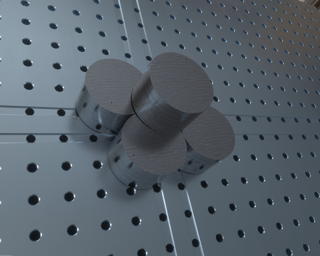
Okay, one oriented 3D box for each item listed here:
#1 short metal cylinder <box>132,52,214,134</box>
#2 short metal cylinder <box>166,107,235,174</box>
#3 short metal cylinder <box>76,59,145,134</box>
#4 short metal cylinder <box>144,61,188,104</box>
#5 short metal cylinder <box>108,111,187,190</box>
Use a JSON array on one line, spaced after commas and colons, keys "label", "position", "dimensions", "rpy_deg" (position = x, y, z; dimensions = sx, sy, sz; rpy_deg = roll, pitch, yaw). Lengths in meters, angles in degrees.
[{"label": "short metal cylinder", "position": [0.014, -0.040, 0.359], "dimensions": [0.081, 0.050, 0.080], "rpy_deg": [14, 57, -22]}, {"label": "short metal cylinder", "position": [0.051, 0.015, 0.412], "dimensions": [0.081, 0.050, 0.080], "rpy_deg": [14, 56, -21]}, {"label": "short metal cylinder", "position": [-0.059, -0.039, 0.384], "dimensions": [0.081, 0.050, 0.080], "rpy_deg": [14, 56, -21]}, {"label": "short metal cylinder", "position": [0.009, -0.051, 0.429], "dimensions": [0.081, 0.050, 0.080], "rpy_deg": [14, 56, -21]}, {"label": "short metal cylinder", "position": [-0.015, 0.027, 0.368], "dimensions": [0.081, 0.050, 0.080], "rpy_deg": [14, 56, -21]}]
